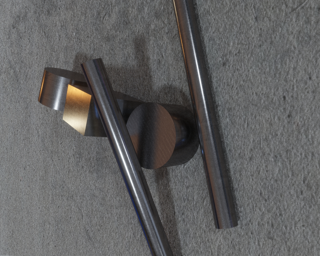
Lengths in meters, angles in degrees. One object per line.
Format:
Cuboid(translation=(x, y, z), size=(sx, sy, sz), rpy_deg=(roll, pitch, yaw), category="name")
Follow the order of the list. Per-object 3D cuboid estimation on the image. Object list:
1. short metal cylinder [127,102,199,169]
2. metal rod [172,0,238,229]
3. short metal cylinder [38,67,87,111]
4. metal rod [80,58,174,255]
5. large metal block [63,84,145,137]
Cuboid(translation=(0.003, 0.009, 0.386), size=(0.080, 0.050, 0.079), rpy_deg=(0, 90, 39), category="short metal cylinder")
Cuboid(translation=(0.049, -0.037, 0.364), size=(0.025, 0.025, 0.298), rpy_deg=(-16, 80, 39), category="metal rod")
Cuboid(translation=(-0.146, -0.060, 0.489), size=(0.080, 0.081, 0.050), rpy_deg=(28, 108, 36), category="short metal cylinder")
Cuboid(translation=(-0.029, 0.064, 0.371), size=(0.025, 0.025, 0.298), rpy_deg=(-13, 100, 39), category="metal rod")
Cuboid(translation=(-0.076, -0.023, 0.421), size=(0.080, 0.081, 0.050), rpy_deg=(26, 107, 51), category="large metal block")
